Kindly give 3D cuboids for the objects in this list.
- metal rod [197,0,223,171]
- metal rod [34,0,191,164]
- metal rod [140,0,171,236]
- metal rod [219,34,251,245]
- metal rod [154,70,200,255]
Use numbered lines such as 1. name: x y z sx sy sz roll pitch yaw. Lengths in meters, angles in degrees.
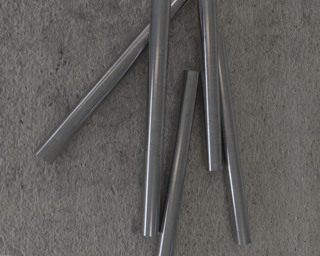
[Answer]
1. metal rod: 0.067 -0.090 0.418 0.025 0.025 0.298 -6 98 -20
2. metal rod: -0.046 -0.081 0.391 0.025 0.025 0.300 42 77 -16
3. metal rod: -0.006 -0.012 0.390 0.025 0.025 0.298 1 96 -20
4. metal rod: 0.099 0.018 0.445 0.025 0.025 0.298 -9 93 -20
5. metal rod: 0.020 0.071 0.416 0.025 0.025 0.298 10 87 -20
